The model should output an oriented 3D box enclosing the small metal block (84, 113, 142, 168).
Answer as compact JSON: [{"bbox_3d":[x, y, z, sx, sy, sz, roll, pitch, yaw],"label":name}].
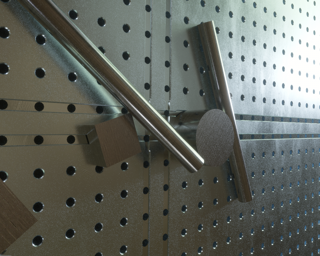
[{"bbox_3d":[-0.054,0.013,0.364,0.050,0.025,0.050,-23,105,-38],"label":"small metal block"}]

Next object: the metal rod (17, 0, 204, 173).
[{"bbox_3d":[-0.050,-0.051,0.343,0.300,0.025,0.025,46,62,-22],"label":"metal rod"}]

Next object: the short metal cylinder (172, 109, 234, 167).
[{"bbox_3d":[0.061,0.013,0.444,0.081,0.050,0.079,0,90,-40],"label":"short metal cylinder"}]

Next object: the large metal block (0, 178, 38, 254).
[{"bbox_3d":[-0.166,0.073,0.254,0.080,0.050,0.080,-44,117,-31],"label":"large metal block"}]

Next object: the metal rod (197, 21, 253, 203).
[{"bbox_3d":[0.107,-0.018,0.499,0.025,0.025,0.298,-26,106,-37],"label":"metal rod"}]
